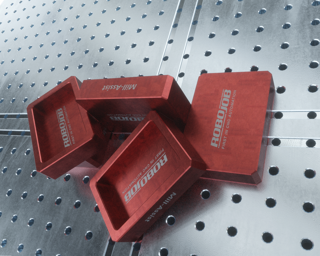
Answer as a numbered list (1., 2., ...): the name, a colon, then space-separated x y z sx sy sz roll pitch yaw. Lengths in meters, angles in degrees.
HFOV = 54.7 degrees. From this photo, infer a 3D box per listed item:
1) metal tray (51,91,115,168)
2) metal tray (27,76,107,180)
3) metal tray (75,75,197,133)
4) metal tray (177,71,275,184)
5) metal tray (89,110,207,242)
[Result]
1. metal tray: -0.116 -0.007 0.468 0.090 0.030 0.130 -1 62 27
2. metal tray: -0.135 -0.004 0.436 0.090 0.030 0.130 -32 52 6
3. metal tray: -0.029 -0.026 0.395 0.130 0.090 0.030 2 63 28
4. metal tray: 0.079 -0.005 0.365 0.090 0.030 0.130 3 63 29
5. metal tray: -0.020 0.055 0.356 0.130 0.030 0.090 -48 50 16
